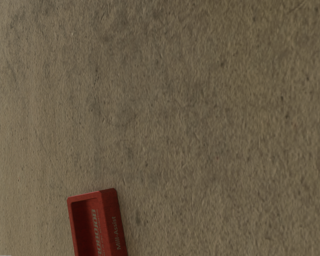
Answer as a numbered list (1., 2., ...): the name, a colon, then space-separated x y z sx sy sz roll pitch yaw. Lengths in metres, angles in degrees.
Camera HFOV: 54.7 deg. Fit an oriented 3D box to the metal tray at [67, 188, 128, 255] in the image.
1. metal tray: -0.097 0.164 0.479 0.090 0.030 0.129 -19 78 38
